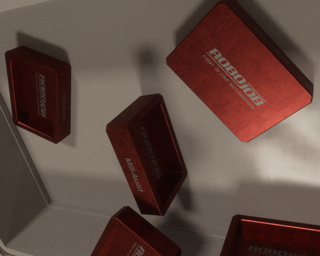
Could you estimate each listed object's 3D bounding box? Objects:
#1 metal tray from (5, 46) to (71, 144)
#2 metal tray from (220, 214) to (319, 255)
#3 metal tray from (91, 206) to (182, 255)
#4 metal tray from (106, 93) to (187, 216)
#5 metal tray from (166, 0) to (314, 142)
[{"bbox_3d":[-0.182,-0.047,0.469,0.090,0.030,0.129,23,127,14],"label":"metal tray"},{"bbox_3d":[0.148,0.158,0.385,0.130,0.090,0.030,1,119,27],"label":"metal tray"},{"bbox_3d":[-0.041,0.174,0.395,0.090,0.030,0.129,35,117,14],"label":"metal tray"},{"bbox_3d":[-0.011,0.033,0.391,0.030,0.090,0.129,-5,116,30],"label":"metal tray"},{"bbox_3d":[0.082,-0.057,0.327,0.130,0.030,0.090,45,129,-4],"label":"metal tray"}]
